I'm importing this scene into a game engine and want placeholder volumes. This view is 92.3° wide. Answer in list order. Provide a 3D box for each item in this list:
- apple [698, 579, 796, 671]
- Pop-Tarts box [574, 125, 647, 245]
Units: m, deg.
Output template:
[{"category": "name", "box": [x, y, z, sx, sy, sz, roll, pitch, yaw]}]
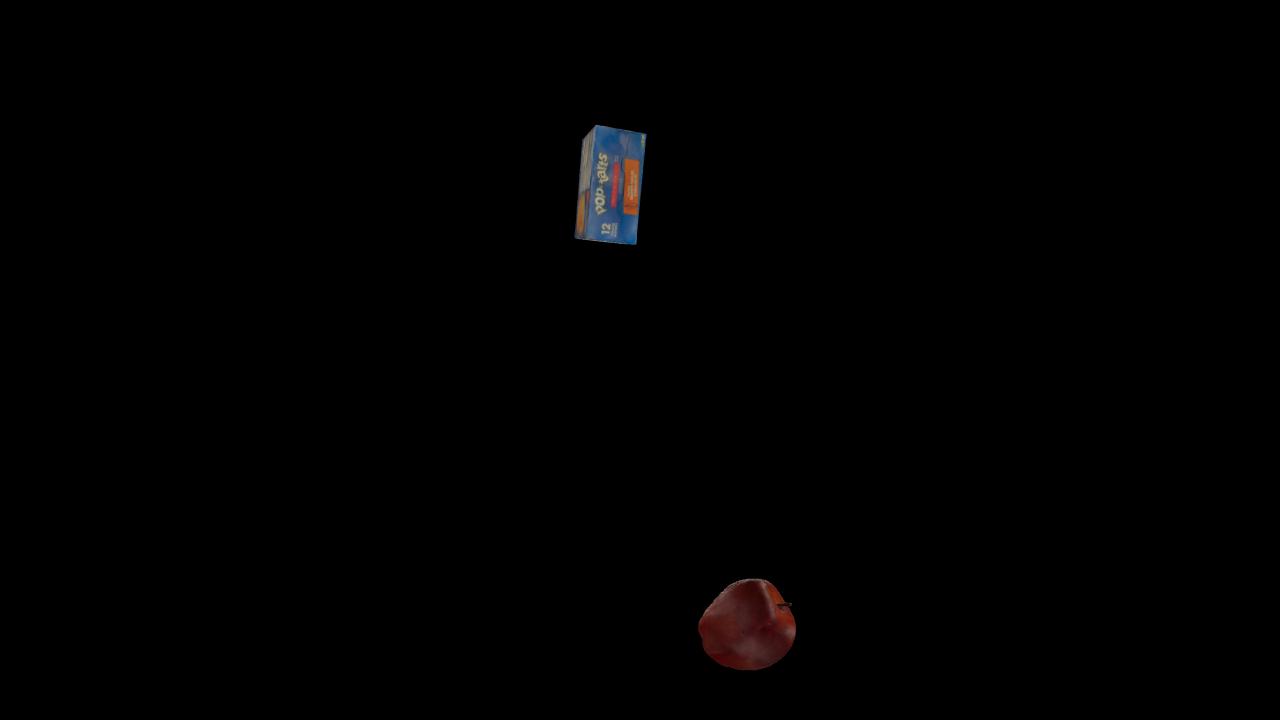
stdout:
[{"category": "apple", "box": [0.103, 0.252, 0.586, 0.093, 0.079, 0.079, -34, -9, 14]}, {"category": "Pop-Tarts box", "box": [-0.051, -0.273, 0.985, 0.083, 0.167, 0.141, 3, 10, -14]}]
